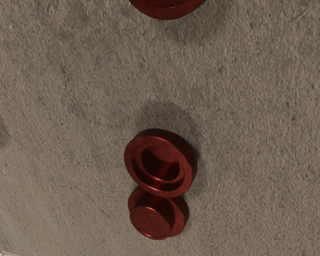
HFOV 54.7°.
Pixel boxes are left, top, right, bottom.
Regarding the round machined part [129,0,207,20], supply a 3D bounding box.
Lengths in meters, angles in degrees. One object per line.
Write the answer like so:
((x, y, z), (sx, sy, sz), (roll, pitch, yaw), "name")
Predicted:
((0.010, -0.157, 0.293), (0.098, 0.042, 0.097), (13, 124, 20), "round machined part")

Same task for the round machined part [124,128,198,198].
((0.004, 0.043, 0.419), (0.098, 0.042, 0.097), (13, 124, 20), "round machined part")

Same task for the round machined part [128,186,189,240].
((-0.008, 0.134, 0.482), (0.098, 0.042, 0.097), (13, 124, 20), "round machined part")
